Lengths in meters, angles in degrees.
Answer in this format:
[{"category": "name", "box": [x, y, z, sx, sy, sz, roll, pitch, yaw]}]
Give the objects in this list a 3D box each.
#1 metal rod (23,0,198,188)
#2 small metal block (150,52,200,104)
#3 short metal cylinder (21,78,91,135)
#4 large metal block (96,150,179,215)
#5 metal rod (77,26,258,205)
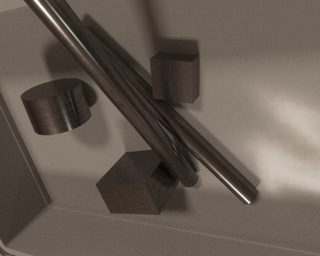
[{"category": "metal rod", "box": [-0.025, -0.016, 0.332, 0.025, 0.025, 0.300, -5, 141, 30]}, {"category": "small metal block", "box": [0.018, -0.059, 0.362, 0.050, 0.025, 0.050, 10, 123, 22]}, {"category": "short metal cylinder", "box": [-0.141, -0.031, 0.426, 0.080, 0.080, 0.050, 3, 120, 26]}, {"category": "large metal block", "box": [-0.026, 0.073, 0.431, 0.080, 0.080, 0.050, -8, 115, 31]}, {"category": "metal rod", "box": [0.009, -0.014, 0.393, 0.300, 0.025, 0.025, 44, 129, -3]}]
